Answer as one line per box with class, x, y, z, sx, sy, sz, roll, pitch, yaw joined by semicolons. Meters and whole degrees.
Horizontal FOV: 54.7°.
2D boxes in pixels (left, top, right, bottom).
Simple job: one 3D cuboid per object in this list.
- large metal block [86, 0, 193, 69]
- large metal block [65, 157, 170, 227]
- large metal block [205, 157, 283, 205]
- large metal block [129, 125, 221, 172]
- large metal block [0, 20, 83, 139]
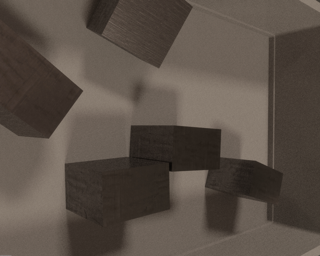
large metal block;-0.023;-0.126;0.354;0.080;0.050;0.080;24;99;-38
large metal block;-0.047;0.063;0.333;0.081;0.080;0.050;-2;92;-40
large metal block;0.131;0.082;0.484;0.080;0.080;0.050;24;75;-38
large metal block;0.018;0.024;0.388;0.081;0.080;0.050;4;88;-40
large metal block;-0.128;-0.035;0.265;0.080;0.080;0.050;44;64;-32
